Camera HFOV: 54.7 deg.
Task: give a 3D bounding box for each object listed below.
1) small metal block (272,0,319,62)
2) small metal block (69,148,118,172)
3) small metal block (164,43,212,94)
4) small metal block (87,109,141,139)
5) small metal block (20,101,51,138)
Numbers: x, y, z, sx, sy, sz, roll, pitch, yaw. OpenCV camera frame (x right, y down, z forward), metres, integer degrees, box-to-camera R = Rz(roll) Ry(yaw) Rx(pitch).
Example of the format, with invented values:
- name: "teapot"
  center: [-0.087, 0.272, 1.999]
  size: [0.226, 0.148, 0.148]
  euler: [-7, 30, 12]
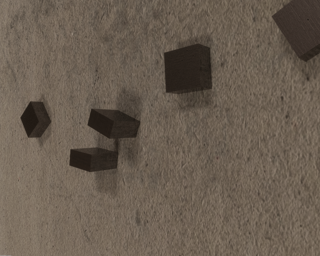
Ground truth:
- name: "small metal block"
  center: [0.142, -0.098, 0.287]
  size: [0.050, 0.025, 0.050]
  euler: [-36, 68, 34]
- name: "small metal block"
  center: [-0.100, 0.047, 0.469]
  size: [0.050, 0.050, 0.025]
  euler: [8, 96, 39]
- name: "small metal block"
  center: [0.034, -0.070, 0.376]
  size: [0.050, 0.025, 0.050]
  euler: [-4, 87, 39]
- name: "small metal block"
  center: [-0.065, -0.007, 0.440]
  size: [0.050, 0.050, 0.025]
  euler: [27, 107, 36]
- name: "small metal block"
  center: [-0.241, -0.016, 0.600]
  size: [0.050, 0.025, 0.050]
  euler: [-45, 63, 30]
